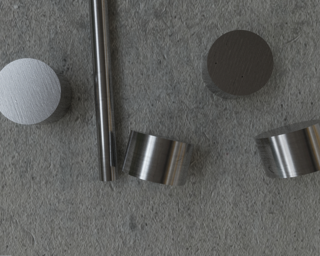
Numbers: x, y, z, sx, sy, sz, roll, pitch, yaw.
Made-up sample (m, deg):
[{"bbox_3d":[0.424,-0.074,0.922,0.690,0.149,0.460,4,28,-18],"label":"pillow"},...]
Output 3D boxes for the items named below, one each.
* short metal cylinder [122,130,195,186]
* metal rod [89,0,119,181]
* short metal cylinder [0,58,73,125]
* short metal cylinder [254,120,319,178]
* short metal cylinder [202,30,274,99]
[{"bbox_3d":[-0.002,0.035,0.383,0.080,0.080,0.050,13,90,0],"label":"short metal cylinder"},{"bbox_3d":[-0.076,-0.081,0.409,0.025,0.025,0.298,-3,90,0],"label":"metal rod"},{"bbox_3d":[-0.159,-0.044,0.396,0.081,0.050,0.080,0,90,0],"label":"short metal cylinder"},{"bbox_3d":[0.165,0.025,0.384,0.080,0.080,0.050,-17,90,0],"label":"short metal cylinder"},{"bbox_3d":[0.097,-0.079,0.398,0.081,0.050,0.080,0,90,0],"label":"short metal cylinder"}]
